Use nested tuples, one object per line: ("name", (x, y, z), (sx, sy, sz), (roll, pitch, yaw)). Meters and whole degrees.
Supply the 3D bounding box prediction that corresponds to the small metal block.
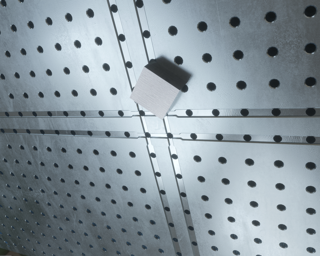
("small metal block", (-0.003, -0.047, 0.383), (0.050, 0.025, 0.050), (34, 129, 5))
